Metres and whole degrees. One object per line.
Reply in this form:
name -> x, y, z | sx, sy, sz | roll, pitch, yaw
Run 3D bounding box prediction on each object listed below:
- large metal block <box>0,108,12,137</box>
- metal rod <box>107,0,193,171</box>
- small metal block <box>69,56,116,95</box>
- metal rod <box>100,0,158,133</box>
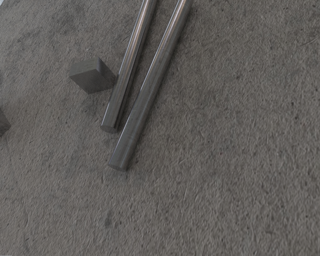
large metal block -> -0.328, -0.024, 0.555 | 0.050, 0.080, 0.080 | -47, 51, -4
metal rod -> -0.007, -0.079, 0.455 | 0.025, 0.025, 0.300 | 7, 65, 31
small metal block -> -0.107, -0.083, 0.495 | 0.050, 0.050, 0.025 | -11, 57, 22
metal rod -> -0.041, -0.130, 0.504 | 0.025, 0.025, 0.300 | -1, 61, 28
